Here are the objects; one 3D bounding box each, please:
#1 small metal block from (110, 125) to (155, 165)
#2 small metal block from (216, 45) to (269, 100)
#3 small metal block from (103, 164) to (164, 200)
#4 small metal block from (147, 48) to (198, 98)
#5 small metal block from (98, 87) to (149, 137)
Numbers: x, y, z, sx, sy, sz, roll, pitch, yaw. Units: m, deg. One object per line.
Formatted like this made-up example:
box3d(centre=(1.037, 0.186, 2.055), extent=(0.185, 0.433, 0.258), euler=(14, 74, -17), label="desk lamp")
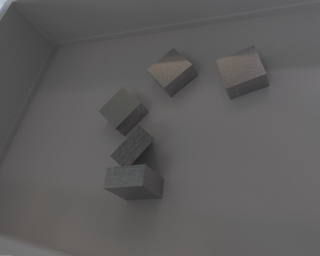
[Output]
box3d(centre=(-0.035, 0.024, 0.391), extent=(0.025, 0.050, 0.050), euler=(43, 85, -2), label="small metal block")
box3d(centre=(0.105, -0.070, 0.394), extent=(0.050, 0.025, 0.050), euler=(-20, 54, 16), label="small metal block")
box3d(centre=(-0.030, 0.065, 0.365), extent=(0.050, 0.050, 0.025), euler=(-8, 59, 24), label="small metal block")
box3d(centre=(0.018, -0.080, 0.445), extent=(0.050, 0.025, 0.050), euler=(-40, 51, 1), label="small metal block")
box3d(centre=(-0.053, -0.024, 0.448), extent=(0.050, 0.025, 0.050), euler=(-46, 51, -4), label="small metal block")
